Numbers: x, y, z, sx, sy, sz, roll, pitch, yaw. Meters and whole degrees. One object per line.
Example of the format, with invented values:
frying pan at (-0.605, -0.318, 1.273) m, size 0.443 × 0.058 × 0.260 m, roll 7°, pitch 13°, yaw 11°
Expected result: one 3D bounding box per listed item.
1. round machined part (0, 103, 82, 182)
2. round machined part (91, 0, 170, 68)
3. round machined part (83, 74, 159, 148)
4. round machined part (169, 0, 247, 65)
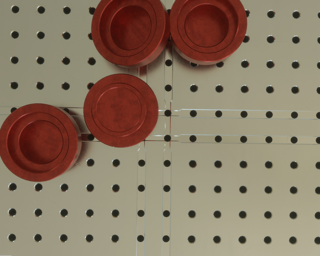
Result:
round machined part at (-0.151, 0.018, 0.403) m, size 0.099 × 0.042 × 0.097 m, roll 0°, pitch 90°, yaw -1°
round machined part at (-0.034, -0.125, 0.395) m, size 0.098 × 0.042 × 0.097 m, roll 0°, pitch 91°, yaw 18°
round machined part at (-0.051, -0.023, 0.404) m, size 0.099 × 0.042 × 0.097 m, roll 0°, pitch 90°, yaw -1°
round machined part at (0.059, -0.131, 0.406) m, size 0.099 × 0.042 × 0.097 m, roll 0°, pitch 90°, yaw -1°
